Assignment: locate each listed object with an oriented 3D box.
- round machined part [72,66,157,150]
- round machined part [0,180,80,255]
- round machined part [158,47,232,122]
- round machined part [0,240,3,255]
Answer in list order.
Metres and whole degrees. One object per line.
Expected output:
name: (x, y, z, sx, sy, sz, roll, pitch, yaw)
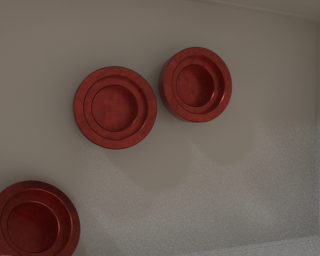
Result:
round machined part: (-0.057, -0.024, 0.380, 0.099, 0.042, 0.097, 0, 90, -20)
round machined part: (-0.140, 0.109, 0.332, 0.098, 0.098, 0.042, 41, 121, -15)
round machined part: (0.044, -0.056, 0.417, 0.099, 0.042, 0.097, 0, 90, -20)
round machined part: (-0.213, 0.138, 0.304, 0.099, 0.098, 0.042, 23, 121, -19)
